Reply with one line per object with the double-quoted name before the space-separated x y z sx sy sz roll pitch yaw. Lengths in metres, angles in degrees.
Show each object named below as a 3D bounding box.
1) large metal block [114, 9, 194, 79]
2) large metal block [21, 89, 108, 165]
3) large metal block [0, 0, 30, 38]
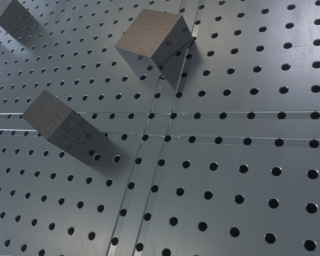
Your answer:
"large metal block" -0.009 -0.132 0.479 0.080 0.050 0.080 25 76 37
"large metal block" -0.136 -0.001 0.447 0.080 0.080 0.050 31 79 38
"large metal block" -0.383 -0.269 0.761 0.080 0.050 0.080 10 66 32
